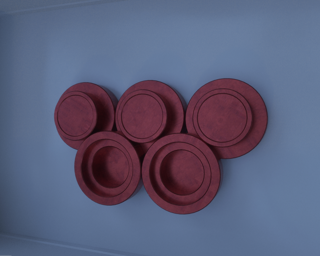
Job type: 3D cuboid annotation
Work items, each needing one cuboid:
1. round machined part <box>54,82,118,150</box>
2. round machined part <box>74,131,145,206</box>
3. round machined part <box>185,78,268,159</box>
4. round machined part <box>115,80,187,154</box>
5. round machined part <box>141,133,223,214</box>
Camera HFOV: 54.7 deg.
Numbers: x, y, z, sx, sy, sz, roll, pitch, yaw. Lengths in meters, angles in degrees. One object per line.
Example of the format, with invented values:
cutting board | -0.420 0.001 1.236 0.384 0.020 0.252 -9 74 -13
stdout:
round machined part | -0.108 -0.016 0.437 0.098 0.042 0.097 0 89 19
round machined part | -0.063 0.052 0.422 0.098 0.042 0.097 0 90 20
round machined part | 0.077 -0.011 0.371 0.098 0.042 0.097 0 89 20
round machined part | -0.016 -0.014 0.405 0.098 0.042 0.097 0 89 20
round machined part | 0.030 0.054 0.389 0.098 0.042 0.097 0 90 20
